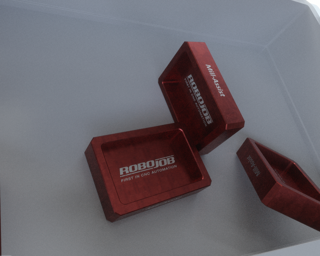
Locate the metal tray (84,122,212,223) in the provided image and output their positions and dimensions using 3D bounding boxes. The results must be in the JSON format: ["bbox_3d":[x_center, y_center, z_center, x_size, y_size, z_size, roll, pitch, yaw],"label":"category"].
[{"bbox_3d":[-0.012,0.046,0.367,0.131,0.030,0.090,-10,67,-33],"label":"metal tray"}]

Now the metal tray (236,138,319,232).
[{"bbox_3d":[0.158,0.067,0.402,0.090,0.030,0.130,27,19,-10],"label":"metal tray"}]

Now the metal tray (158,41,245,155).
[{"bbox_3d":[0.049,-0.038,0.412,0.030,0.090,0.130,-8,66,-32],"label":"metal tray"}]
